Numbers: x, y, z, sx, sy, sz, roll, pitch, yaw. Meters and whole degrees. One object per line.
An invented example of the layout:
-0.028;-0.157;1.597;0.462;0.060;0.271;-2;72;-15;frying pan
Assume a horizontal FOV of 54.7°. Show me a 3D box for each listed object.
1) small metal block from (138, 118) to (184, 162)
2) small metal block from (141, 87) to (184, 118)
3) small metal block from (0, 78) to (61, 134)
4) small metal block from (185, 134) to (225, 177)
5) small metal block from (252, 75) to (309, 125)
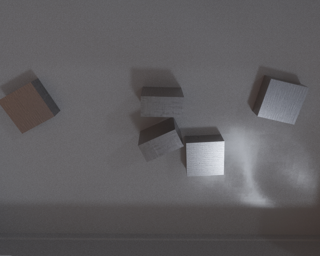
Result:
0.001;0.014;0.403;0.050;0.050;0.025;-24;109;8;small metal block
0.002;-0.033;0.386;0.050;0.050;0.025;1;110;-1;small metal block
-0.167;-0.028;0.399;0.050;0.025;0.050;-27;108;9;small metal block
0.061;0.038;0.426;0.050;0.025;0.050;-3;110;0;small metal block
0.154;-0.037;0.400;0.050;0.025;0.050;12;110;-5;small metal block
